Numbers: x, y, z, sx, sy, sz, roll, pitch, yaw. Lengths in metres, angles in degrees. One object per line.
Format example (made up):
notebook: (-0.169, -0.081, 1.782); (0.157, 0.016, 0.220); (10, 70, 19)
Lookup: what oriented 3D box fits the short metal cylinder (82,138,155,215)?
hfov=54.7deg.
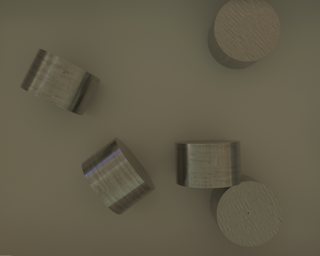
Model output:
short metal cylinder: (-0.051, 0.059, 0.383); (0.050, 0.080, 0.080); (-37, 90, 0)

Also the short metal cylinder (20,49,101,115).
short metal cylinder: (-0.121, -0.056, 0.382); (0.080, 0.080, 0.050); (26, 90, -1)

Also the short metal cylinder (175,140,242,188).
short metal cylinder: (0.059, 0.042, 0.385); (0.081, 0.080, 0.050); (-2, 90, -1)

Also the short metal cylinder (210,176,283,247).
short metal cylinder: (0.109, 0.104, 0.400); (0.081, 0.050, 0.079); (0, 90, -1)

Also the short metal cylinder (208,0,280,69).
short metal cylinder: (0.106, -0.121, 0.400); (0.081, 0.050, 0.079); (0, 90, -1)
